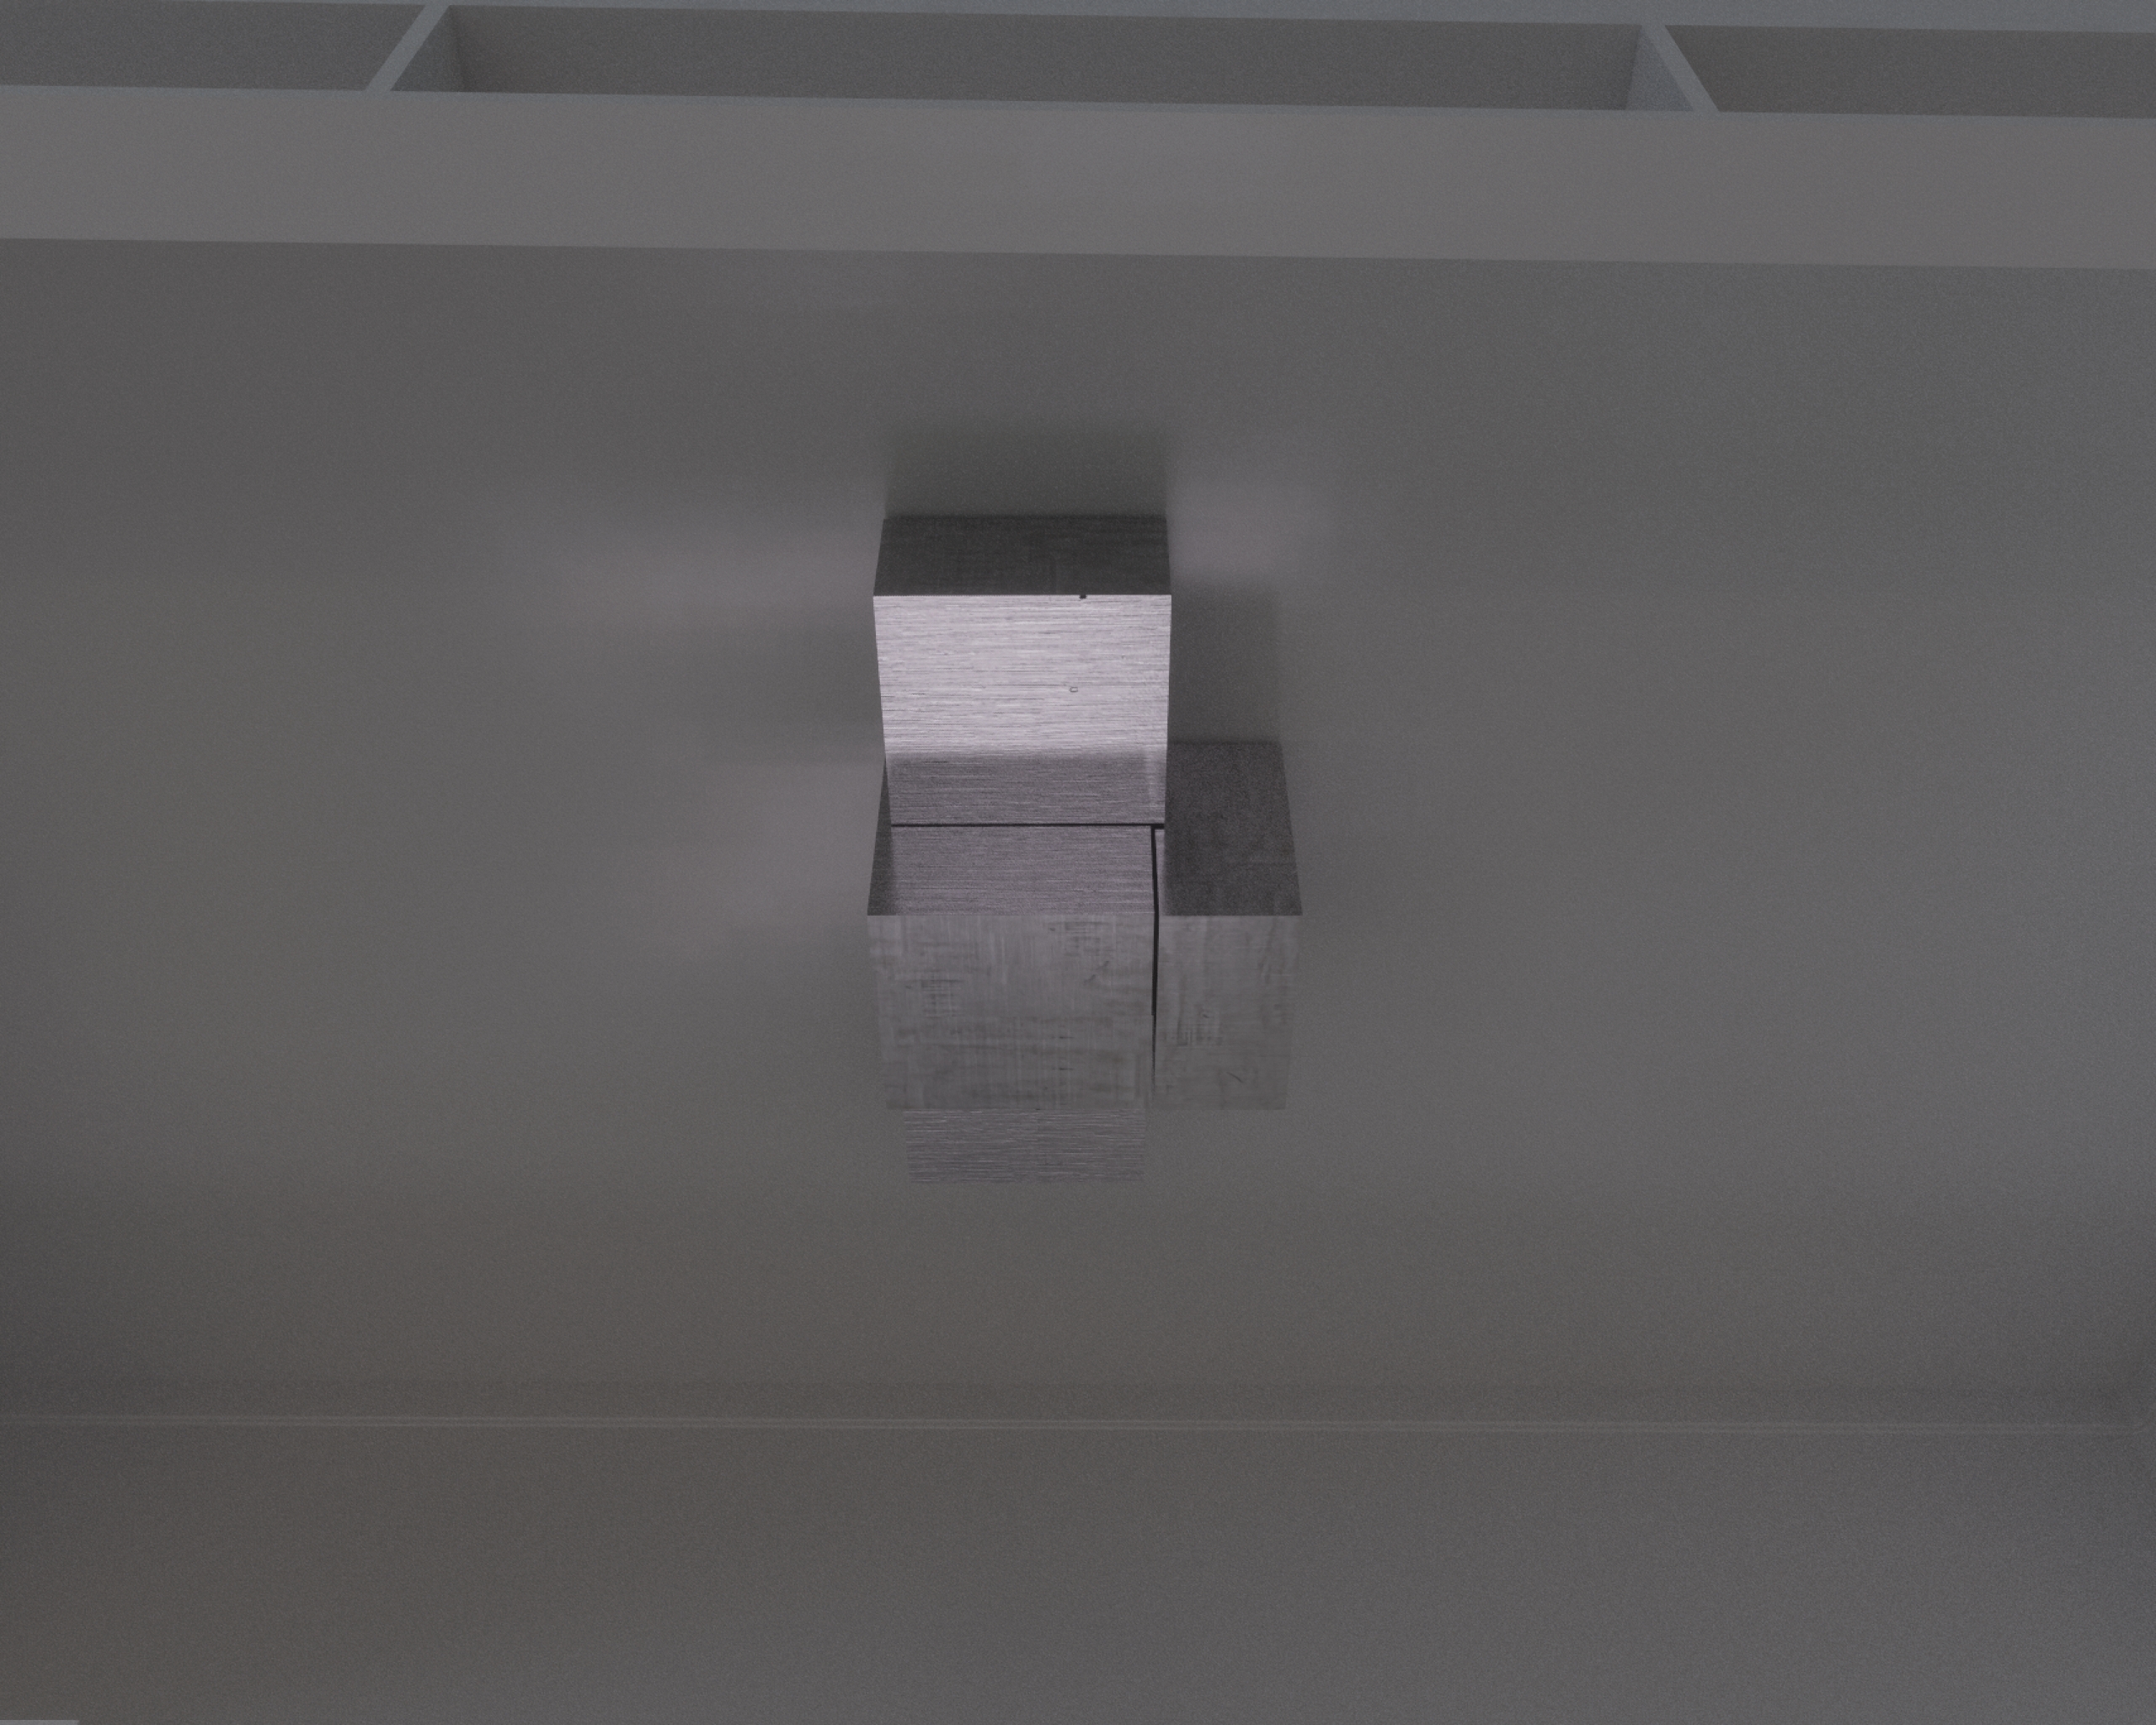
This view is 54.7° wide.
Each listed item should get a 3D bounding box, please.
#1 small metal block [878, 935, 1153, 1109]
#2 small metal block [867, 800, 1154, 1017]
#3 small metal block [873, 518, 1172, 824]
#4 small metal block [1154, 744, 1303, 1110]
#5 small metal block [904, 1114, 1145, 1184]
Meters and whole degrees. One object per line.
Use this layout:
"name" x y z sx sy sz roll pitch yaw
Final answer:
"small metal block" -0.011 0.021 0.408 0.050 0.050 0.025 0 130 0
"small metal block" -0.012 0.003 0.392 0.050 0.050 0.025 0 130 0
"small metal block" -0.009 -0.034 0.377 0.050 0.025 0.050 0 130 0
"small metal block" 0.027 0.012 0.401 0.025 0.050 0.050 0 130 0
"small metal block" -0.011 0.042 0.442 0.050 0.025 0.050 0 130 0
